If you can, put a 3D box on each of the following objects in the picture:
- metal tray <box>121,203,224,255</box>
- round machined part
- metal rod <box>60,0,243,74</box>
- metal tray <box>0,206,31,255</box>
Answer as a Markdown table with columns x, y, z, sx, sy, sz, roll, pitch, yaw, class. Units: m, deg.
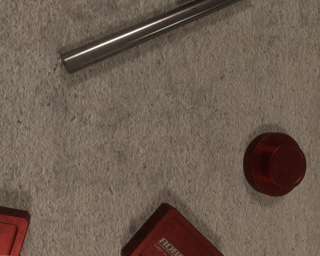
| x | y | z | sx | sy | sz | roll | pitch | yaw | class |
| --- | --- | --- | --- | --- | --- | --- | --- | --- | --- |
| 0.024 | 0.177 | 0.416 | 0.130 | 0.030 | 0.090 | 47 | 75 | -15 | metal tray |
| 0.180 | 0.056 | 0.468 | 0.099 | 0.042 | 0.097 | 0 | 90 | -21 | round machined part |
| 0.014 | -0.143 | 0.414 | 0.302 | 0.025 | 0.025 | -28 | 100 | -18 | metal rod |
| -0.217 | 0.124 | 0.326 | 0.131 | 0.030 | 0.090 | 17 | 84 | -20 | metal tray |
